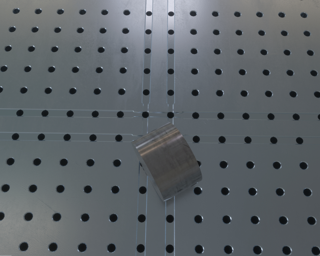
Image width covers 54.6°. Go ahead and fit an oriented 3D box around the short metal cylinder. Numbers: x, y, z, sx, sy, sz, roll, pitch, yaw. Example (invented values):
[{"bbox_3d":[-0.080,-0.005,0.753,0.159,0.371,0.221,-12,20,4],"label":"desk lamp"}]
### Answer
[{"bbox_3d":[0.007,0.040,0.368,0.050,0.080,0.080,-28,73,-10],"label":"short metal cylinder"}]
